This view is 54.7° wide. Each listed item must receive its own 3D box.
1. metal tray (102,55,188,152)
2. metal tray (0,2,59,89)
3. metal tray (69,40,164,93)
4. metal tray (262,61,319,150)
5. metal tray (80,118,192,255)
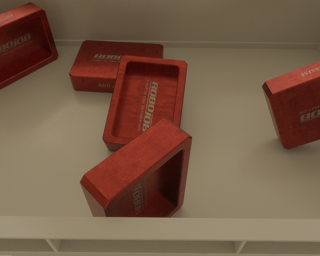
[{"bbox_3d":[-0.016,-0.031,0.404,0.091,0.030,0.130,6,66,4],"label":"metal tray"},{"bbox_3d":[-0.223,-0.117,0.458,0.030,0.089,0.131,36,58,26],"label":"metal tray"},{"bbox_3d":[-0.063,-0.095,0.481,0.131,0.030,0.090,4,50,3],"label":"metal tray"},{"bbox_3d":[0.197,-0.034,0.361,0.130,0.090,0.030,-21,34,14],"label":"metal tray"},{"bbox_3d":[-0.016,0.061,0.285,0.091,0.129,0.030,-37,59,-27],"label":"metal tray"}]
